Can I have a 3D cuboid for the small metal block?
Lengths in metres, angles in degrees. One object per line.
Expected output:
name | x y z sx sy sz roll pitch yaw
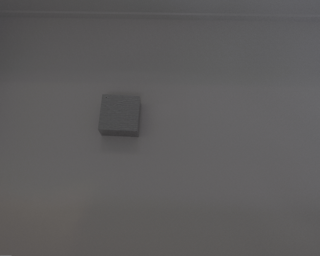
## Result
small metal block | -0.053 -0.016 0.415 0.050 0.025 0.050 3 70 1
